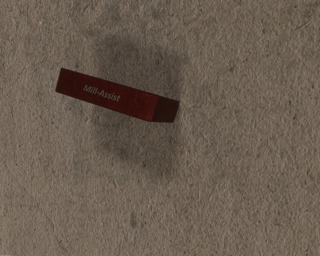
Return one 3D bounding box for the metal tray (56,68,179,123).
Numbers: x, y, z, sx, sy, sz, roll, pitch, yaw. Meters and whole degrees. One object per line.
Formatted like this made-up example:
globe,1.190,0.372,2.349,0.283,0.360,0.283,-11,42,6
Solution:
metal tray,-0.051,-0.040,0.391,0.130,0.090,0.030,18,96,18
